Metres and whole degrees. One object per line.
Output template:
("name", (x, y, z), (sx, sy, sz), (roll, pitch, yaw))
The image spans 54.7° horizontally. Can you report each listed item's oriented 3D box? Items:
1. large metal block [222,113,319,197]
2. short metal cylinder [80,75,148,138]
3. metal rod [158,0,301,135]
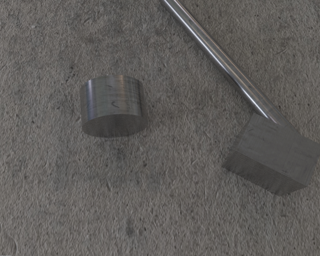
("large metal block", (0.128, 0.035, 0.367), (0.080, 0.080, 0.050), (27, 72, 9))
("short metal cylinder", (-0.058, -0.024, 0.388), (0.081, 0.080, 0.050), (-7, 70, -3))
("metal rod", (0.092, -0.093, 0.442), (0.025, 0.025, 0.299), (-33, 74, -11))
